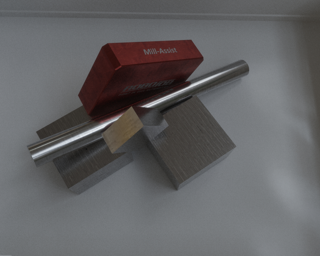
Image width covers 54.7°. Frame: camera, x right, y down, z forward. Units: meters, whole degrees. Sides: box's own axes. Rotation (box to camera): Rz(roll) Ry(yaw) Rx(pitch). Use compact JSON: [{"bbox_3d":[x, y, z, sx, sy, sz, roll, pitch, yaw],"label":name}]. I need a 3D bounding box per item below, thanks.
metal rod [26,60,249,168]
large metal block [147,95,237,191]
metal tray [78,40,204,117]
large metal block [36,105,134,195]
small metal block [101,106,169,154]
[{"bbox_3d":[-0.006,-0.028,0.379,0.302,0.025,0.025,-25,72,-25],"label":"metal rod"},{"bbox_3d":[0.034,0.019,0.388,0.080,0.050,0.080,-32,73,-11],"label":"large metal block"},{"bbox_3d":[-0.021,-0.060,0.367,0.131,0.090,0.030,-16,69,-40],"label":"metal tray"},{"bbox_3d":[-0.090,0.023,0.383,0.080,0.050,0.080,-32,73,-11],"label":"large metal block"},{"bbox_3d":[-0.027,0.002,0.342,0.050,0.050,0.025,-40,71,25],"label":"small metal block"}]
